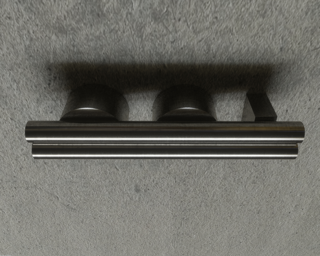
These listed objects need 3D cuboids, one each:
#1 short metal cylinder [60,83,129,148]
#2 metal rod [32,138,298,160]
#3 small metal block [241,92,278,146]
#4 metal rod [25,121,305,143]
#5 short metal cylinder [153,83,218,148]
[{"bbox_3d":[-0.080,-0.008,0.384,0.081,0.050,0.079,0,130,0],"label":"short metal cylinder"},{"bbox_3d":[0.006,0.024,0.363,0.302,0.025,0.025,0,130,-1],"label":"metal rod"},{"bbox_3d":[0.121,-0.010,0.387,0.025,0.050,0.050,-1,130,1],"label":"small metal block"},{"bbox_3d":[0.006,0.004,0.346,0.302,0.025,0.025,0,130,-1],"label":"metal rod"},{"bbox_3d":[0.030,-0.008,0.386,0.081,0.050,0.079,0,130,0],"label":"short metal cylinder"}]
